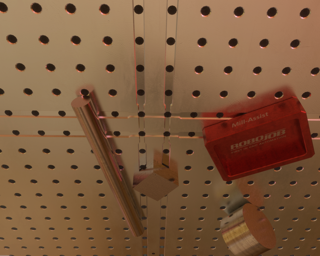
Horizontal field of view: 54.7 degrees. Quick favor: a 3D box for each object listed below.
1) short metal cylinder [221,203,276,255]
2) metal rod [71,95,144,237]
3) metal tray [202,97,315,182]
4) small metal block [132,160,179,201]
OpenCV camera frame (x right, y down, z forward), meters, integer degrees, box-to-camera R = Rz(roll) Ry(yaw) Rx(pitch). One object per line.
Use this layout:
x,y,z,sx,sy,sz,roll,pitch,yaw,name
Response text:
0.150,0.177,0.529,0.080,0.080,0.050,31,123,-24,short metal cylinder
-0.069,0.078,0.477,0.025,0.025,0.298,-9,130,7,metal rod
0.135,0.020,0.427,0.130,0.030,0.090,-20,128,15,metal tray
-0.007,0.083,0.482,0.050,0.025,0.050,33,123,-25,small metal block
